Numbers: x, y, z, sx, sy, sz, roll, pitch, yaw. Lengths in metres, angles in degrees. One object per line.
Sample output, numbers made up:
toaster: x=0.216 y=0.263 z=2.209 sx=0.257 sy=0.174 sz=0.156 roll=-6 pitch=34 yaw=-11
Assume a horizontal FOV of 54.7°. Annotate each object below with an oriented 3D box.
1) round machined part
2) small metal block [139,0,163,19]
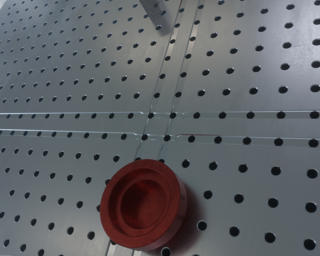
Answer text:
round machined part: x=-0.015 y=0.088 z=0.351 sx=0.098 sy=0.042 sz=0.098 roll=-13 pitch=56 yaw=21
small metal block: x=-0.018 y=-0.231 z=0.544 sx=0.025 sy=0.050 sz=0.050 roll=-17 pitch=55 yaw=19
